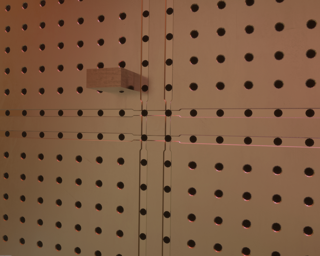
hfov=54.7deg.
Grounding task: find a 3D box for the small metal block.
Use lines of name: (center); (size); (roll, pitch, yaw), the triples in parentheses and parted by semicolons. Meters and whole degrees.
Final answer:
small metal block: (-0.064, -0.065, 0.421); (0.050, 0.050, 0.025); (1, 91, 19)
